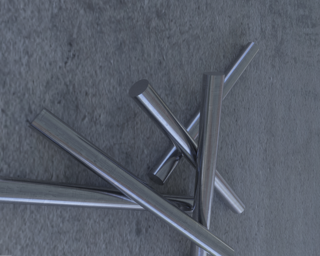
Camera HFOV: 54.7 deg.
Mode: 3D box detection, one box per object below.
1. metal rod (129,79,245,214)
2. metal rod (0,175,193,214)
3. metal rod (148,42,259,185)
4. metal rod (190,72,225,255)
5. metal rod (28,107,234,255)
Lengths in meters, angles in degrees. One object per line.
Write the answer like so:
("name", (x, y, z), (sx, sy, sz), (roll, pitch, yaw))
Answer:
("metal rod", (0.054, 0.045, 0.423), (0.300, 0.025, 0.025), (49, 61, -39))
("metal rod", (-0.060, 0.080, 0.356), (0.302, 0.025, 0.025), (16, 80, -39))
("metal rod", (0.078, -0.037, 0.472), (0.301, 0.025, 0.025), (-51, 120, -28))
("metal rod", (0.058, 0.078, 0.404), (0.025, 0.025, 0.298), (-16, 116, -39))
("metal rod", (-0.016, 0.080, 0.360), (0.300, 0.025, 0.025), (41, 65, -22))
